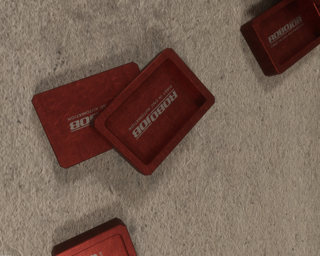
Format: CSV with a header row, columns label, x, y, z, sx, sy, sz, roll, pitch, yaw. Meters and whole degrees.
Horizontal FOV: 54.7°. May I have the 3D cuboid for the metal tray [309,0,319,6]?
label,x,y,z,sx,sy,sz,roll,pitch,yaw
metal tray,0.205,-0.247,0.466,0.131,0.030,0.090,15,63,-20

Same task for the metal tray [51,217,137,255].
label,x,y,z,sx,sy,sz,roll,pitch,yaw
metal tray,-0.067,0.190,0.382,0.091,0.030,0.129,-21,97,-19

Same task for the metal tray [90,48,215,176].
label,x,y,z,sx,sy,sz,roll,pitch,yaw
metal tray,-0.006,-0.020,0.372,0.090,0.030,0.130,46,75,-15

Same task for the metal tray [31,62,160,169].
label,x,y,z,sx,sy,sz,roll,pitch,yaw
metal tray,-0.075,-0.018,0.379,0.131,0.030,0.090,-23,98,-19

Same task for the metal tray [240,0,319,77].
label,x,y,z,sx,sy,sz,roll,pitch,yaw
metal tray,0.198,-0.151,0.481,0.131,0.030,0.090,-36,102,-17
